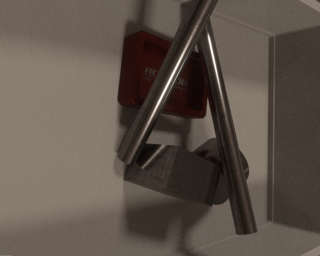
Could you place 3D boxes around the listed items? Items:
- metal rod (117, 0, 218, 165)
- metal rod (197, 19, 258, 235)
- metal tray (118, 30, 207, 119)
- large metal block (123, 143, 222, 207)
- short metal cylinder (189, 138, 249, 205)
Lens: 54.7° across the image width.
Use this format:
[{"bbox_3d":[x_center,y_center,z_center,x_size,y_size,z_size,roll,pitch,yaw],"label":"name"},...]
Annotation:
[{"bbox_3d":[0.025,-0.090,0.339,0.025,0.025,0.298,14,110,-40],"label":"metal rod"},{"bbox_3d":[0.079,-0.019,0.402,0.025,0.025,0.299,2,73,-40],"label":"metal rod"},{"bbox_3d":[0.011,-0.065,0.414,0.131,0.030,0.089,9,84,-40],"label":"metal tray"},{"bbox_3d":[0.016,0.057,0.386,0.080,0.080,0.050,28,73,-37],"label":"large metal block"},{"bbox_3d":[0.077,0.061,0.438,0.050,0.080,0.080,-33,111,-36],"label":"short metal cylinder"}]
